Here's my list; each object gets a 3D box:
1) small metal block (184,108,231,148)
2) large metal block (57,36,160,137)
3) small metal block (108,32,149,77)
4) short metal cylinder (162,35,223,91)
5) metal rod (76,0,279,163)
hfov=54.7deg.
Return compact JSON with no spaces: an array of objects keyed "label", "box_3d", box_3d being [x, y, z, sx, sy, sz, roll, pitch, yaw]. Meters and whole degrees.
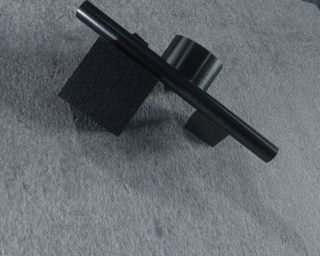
[{"label":"small metal block","box_3d":[0.070,-0.006,0.429,0.050,0.050,0.025,35,51,-5]},{"label":"large metal block","box_3d":[-0.058,-0.047,0.365,0.080,0.050,0.080,35,91,-6]},{"label":"small metal block","box_3d":[-0.048,-0.096,0.424,0.025,0.050,0.050,44,51,1]},{"label":"short metal cylinder","box_3d":[0.041,-0.087,0.439,0.080,0.080,0.050,34,93,-7]},{"label":"metal rod","box_3d":[0.025,-0.056,0.390,0.301,0.025,0.025,37,51,-4]}]
